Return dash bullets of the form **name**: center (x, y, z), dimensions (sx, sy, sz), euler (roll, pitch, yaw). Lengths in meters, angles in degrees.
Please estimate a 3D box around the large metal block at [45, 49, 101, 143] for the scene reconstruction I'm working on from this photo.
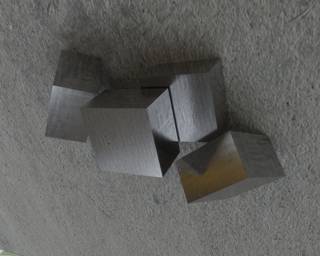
- **large metal block**: center (-0.110, -0.041, 0.395), dimensions (0.050, 0.080, 0.079), euler (10, 130, -18)

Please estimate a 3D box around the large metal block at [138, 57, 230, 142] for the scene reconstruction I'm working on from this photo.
- **large metal block**: center (0.031, -0.031, 0.356), dimensions (0.080, 0.050, 0.080), euler (0, 119, 27)

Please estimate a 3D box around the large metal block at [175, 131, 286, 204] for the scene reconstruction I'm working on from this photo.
- **large metal block**: center (0.079, 0.046, 0.350), dimensions (0.080, 0.081, 0.050), euler (-35, 61, 38)

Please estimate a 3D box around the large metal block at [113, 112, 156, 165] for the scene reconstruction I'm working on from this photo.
- **large metal block**: center (-0.032, 0.005, 0.408), dimensions (0.080, 0.050, 0.080), euler (0, 119, 27)

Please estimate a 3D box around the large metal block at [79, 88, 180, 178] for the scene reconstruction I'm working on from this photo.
- **large metal block**: center (-0.030, 0.003, 0.341), dimensions (0.080, 0.050, 0.079), euler (2, 120, 27)
